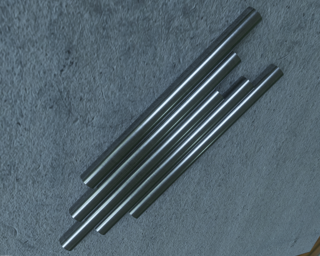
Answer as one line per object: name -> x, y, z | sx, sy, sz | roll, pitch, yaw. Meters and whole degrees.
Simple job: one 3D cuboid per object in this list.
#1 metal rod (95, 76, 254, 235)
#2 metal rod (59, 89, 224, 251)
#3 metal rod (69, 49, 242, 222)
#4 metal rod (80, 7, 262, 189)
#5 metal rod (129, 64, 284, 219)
metal rod -> 0.018, 0.041, 0.445 | 0.300, 0.025, 0.025 | -45, 130, 3
metal rod -> -0.027, 0.058, 0.431 | 0.300, 0.025, 0.025 | -45, 130, 3
metal rod -> -0.008, 0.012, 0.413 | 0.300, 0.025, 0.025 | -45, 130, 3
metal rod -> 0.012, -0.036, 0.394 | 0.300, 0.025, 0.025 | -45, 130, 3
metal rod -> 0.064, 0.021, 0.458 | 0.300, 0.025, 0.025 | -45, 130, 3
